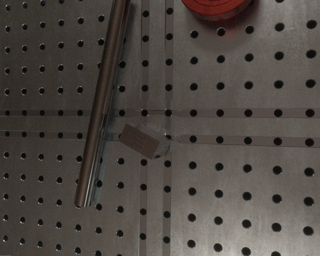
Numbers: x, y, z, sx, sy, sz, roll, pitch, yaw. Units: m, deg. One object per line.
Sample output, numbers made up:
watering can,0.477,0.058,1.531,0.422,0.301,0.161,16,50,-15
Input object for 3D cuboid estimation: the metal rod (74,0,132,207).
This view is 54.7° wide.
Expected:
metal rod,-0.082,-0.035,0.440,0.025,0.025,0.298,13,94,19

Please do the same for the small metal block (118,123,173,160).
small metal block,-0.018,0.016,0.405,0.050,0.050,0.025,28,99,17

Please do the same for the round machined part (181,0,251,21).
round machined part,0.071,-0.179,0.378,0.098,0.042,0.097,0,90,19
